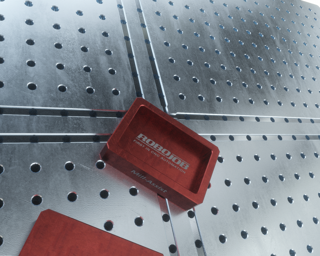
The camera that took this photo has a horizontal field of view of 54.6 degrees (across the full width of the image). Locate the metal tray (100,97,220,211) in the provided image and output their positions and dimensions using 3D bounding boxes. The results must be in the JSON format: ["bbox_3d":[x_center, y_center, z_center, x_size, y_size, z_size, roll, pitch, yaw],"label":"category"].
[{"bbox_3d":[0.004,0.031,0.387,0.130,0.030,0.090,33,51,-7],"label":"metal tray"}]

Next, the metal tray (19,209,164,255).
[{"bbox_3d":[-0.067,0.141,0.283,0.131,0.030,0.090,26,53,-12],"label":"metal tray"}]
